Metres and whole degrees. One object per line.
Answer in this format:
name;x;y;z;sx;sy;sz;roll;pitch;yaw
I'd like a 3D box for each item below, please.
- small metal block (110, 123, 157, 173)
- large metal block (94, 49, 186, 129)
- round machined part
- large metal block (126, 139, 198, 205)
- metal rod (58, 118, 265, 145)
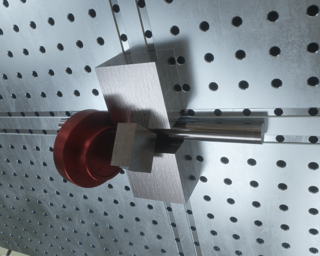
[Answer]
small metal block;-0.030;0.025;0.369;0.025;0.050;0.050;1;75;28
large metal block;-0.022;-0.046;0.378;0.080;0.050;0.080;1;119;28
round machined part;-0.077;0.028;0.384;0.042;0.099;0.097;13;125;38
large metal block;0.001;0.053;0.428;0.080;0.050;0.080;1;119;27
metal rod;-0.017;0.001;0.421;0.300;0.025;0.025;2;120;27
